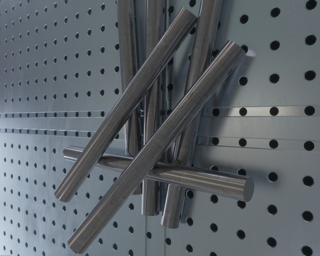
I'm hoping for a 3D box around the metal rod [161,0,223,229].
[{"bbox_3d":[0.038,-0.022,0.378,0.025,0.025,0.298,16,100,39],"label":"metal rod"}]

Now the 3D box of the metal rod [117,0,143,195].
[{"bbox_3d":[-0.042,-0.057,0.445,0.025,0.025,0.299,-6,86,40],"label":"metal rod"}]

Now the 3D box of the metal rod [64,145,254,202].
[{"bbox_3d":[-0.028,0.050,0.399,0.300,0.025,0.025,5,93,40],"label":"metal rod"}]

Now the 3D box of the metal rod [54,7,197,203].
[{"bbox_3d":[-0.050,-0.020,0.405,0.025,0.025,0.299,45,105,31],"label":"metal rod"}]

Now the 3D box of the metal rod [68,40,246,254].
[{"bbox_3d":[-0.008,0.027,0.359,0.025,0.025,0.299,43,98,31],"label":"metal rod"}]

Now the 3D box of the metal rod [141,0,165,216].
[{"bbox_3d":[-0.009,-0.033,0.417,0.025,0.025,0.298,2,92,40],"label":"metal rod"}]
